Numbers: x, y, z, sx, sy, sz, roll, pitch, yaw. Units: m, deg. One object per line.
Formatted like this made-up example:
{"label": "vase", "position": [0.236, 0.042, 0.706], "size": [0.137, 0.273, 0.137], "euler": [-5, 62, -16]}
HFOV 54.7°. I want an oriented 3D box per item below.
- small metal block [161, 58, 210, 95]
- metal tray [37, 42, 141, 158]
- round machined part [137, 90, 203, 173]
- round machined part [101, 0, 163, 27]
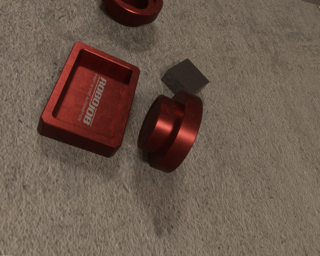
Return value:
{"label": "small metal block", "position": [0.039, -0.072, 0.471], "size": [0.050, 0.025, 0.050], "euler": [48, 51, 5]}
{"label": "metal tray", "position": [-0.081, -0.037, 0.380], "size": [0.091, 0.030, 0.130], "euler": [21, 54, -16]}
{"label": "round machined part", "position": [0.006, -0.001, 0.362], "size": [0.042, 0.097, 0.098], "euler": [23, 53, -14]}
{"label": "round machined part", "position": [-0.048, -0.200, 0.490], "size": [0.099, 0.042, 0.098], "euler": [14, 56, -21]}
